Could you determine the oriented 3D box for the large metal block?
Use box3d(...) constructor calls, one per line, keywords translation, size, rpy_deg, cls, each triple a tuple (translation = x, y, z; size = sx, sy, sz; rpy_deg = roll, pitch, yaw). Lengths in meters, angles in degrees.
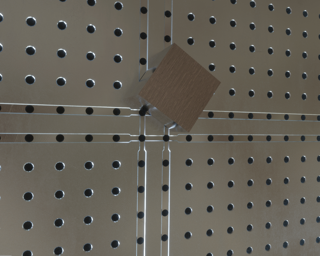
box3d(translation=(0.018, -0.050, 0.407), size=(0.080, 0.050, 0.080), rpy_deg=(37, 78, -17), cls="large metal block")
